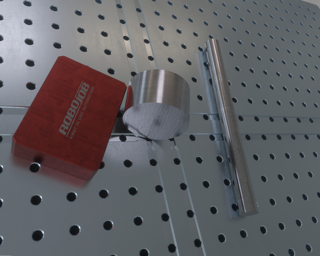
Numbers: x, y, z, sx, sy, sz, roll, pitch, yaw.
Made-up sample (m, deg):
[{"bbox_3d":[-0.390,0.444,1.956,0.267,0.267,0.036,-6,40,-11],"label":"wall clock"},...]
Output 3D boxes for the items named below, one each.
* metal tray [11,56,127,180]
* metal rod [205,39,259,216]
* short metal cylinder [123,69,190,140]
[{"bbox_3d":[-0.099,-0.015,0.361,0.090,0.030,0.130,23,53,-14],"label":"metal tray"},{"bbox_3d":[0.103,-0.019,0.474,0.025,0.025,0.299,9,58,-24],"label":"metal rod"},{"bbox_3d":[-0.003,-0.027,0.388,0.081,0.080,0.050,17,55,-19],"label":"short metal cylinder"}]
